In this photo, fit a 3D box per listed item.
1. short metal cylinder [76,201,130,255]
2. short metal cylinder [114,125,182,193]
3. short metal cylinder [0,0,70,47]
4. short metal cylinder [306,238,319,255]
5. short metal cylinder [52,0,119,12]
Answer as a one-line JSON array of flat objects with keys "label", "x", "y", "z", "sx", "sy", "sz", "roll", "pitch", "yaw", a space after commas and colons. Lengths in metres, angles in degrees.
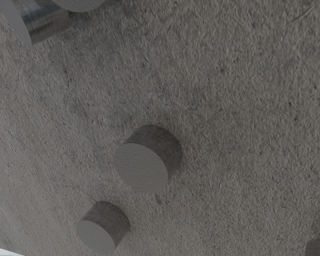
[{"label": "short metal cylinder", "x": -0.102, "y": 0.178, "z": 0.555, "sx": 0.080, "sy": 0.050, "sz": 0.079, "roll": 13, "pitch": 124, "yaw": 21}, {"label": "short metal cylinder", "x": -0.016, "y": 0.042, "z": 0.425, "sx": 0.080, "sy": 0.050, "sz": 0.079, "roll": 13, "pitch": 124, "yaw": 21}, {"label": "short metal cylinder", "x": -0.151, "y": -0.143, "z": 0.361, "sx": 0.080, "sy": 0.050, "sz": 0.080, "roll": 42, "pitch": 154, "yaw": 26}, {"label": "short metal cylinder", "x": 0.216, "y": 0.167, "z": 0.360, "sx": 0.050, "sy": 0.080, "sz": 0.080, "roll": -32, "pitch": 100, "yaw": 38}, {"label": "short metal cylinder", "x": -0.077, "y": -0.162, "z": 0.317, "sx": 0.080, "sy": 0.050, "sz": 0.079, "roll": 4, "pitch": 114, "yaw": 9}]
